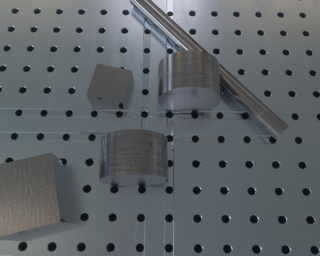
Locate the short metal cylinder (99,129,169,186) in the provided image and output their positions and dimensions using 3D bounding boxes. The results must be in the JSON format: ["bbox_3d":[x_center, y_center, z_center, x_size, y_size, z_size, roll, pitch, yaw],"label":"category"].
[{"bbox_3d":[-0.031,0.038,0.368,0.081,0.080,0.050,-1,70,-1],"label":"short metal cylinder"}]

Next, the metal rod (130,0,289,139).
[{"bbox_3d":[0.062,-0.099,0.448,0.025,0.025,0.300,-40,75,-13],"label":"metal rod"}]

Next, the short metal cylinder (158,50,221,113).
[{"bbox_3d":[0.038,-0.058,0.404,0.081,0.080,0.050,0,70,0],"label":"short metal cylinder"}]

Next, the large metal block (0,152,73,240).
[{"bbox_3d":[-0.156,0.082,0.367,0.081,0.050,0.080,-13,71,-5],"label":"large metal block"}]

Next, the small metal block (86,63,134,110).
[{"bbox_3d":[-0.069,-0.058,0.432,0.050,0.025,0.050,12,70,4],"label":"small metal block"}]
